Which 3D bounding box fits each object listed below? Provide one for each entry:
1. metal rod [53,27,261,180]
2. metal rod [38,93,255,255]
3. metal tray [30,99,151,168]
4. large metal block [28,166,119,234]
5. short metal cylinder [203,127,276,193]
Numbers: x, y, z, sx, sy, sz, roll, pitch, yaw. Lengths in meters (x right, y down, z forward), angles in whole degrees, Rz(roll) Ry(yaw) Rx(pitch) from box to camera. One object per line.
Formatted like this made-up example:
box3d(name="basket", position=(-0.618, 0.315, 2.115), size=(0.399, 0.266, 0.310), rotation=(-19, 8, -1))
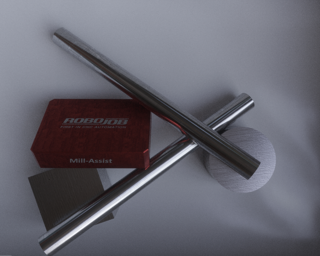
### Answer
box3d(name="metal rod", position=(-0.013, -0.037, 0.380), size=(0.300, 0.025, 0.025), rotation=(36, 90, 12))
box3d(name="metal rod", position=(-0.005, 0.047, 0.373), size=(0.301, 0.025, 0.025), rotation=(-34, 90, -14))
box3d(name="metal tray", position=(-0.077, 0.005, 0.379), size=(0.131, 0.030, 0.090), rotation=(0, 46, 1))
box3d(name="large metal block", position=(-0.106, 0.083, 0.393), size=(0.080, 0.050, 0.080), rotation=(-19, 90, -1))
box3d(name="short metal cylinder", position=(0.099, 0.038, 0.398), size=(0.081, 0.050, 0.079), rotation=(0, 90, -1))
